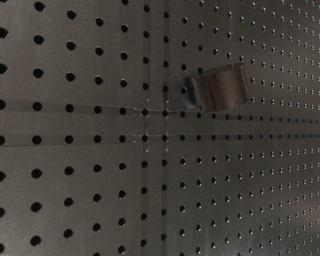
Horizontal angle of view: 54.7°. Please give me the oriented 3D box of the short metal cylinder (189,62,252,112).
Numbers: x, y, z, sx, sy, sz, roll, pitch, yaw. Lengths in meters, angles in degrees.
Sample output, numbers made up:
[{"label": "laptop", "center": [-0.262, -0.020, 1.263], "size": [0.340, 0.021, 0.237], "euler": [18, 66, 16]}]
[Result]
[{"label": "short metal cylinder", "center": [0.087, -0.059, 0.449], "size": [0.081, 0.080, 0.050], "euler": [-27, 107, -37]}]
